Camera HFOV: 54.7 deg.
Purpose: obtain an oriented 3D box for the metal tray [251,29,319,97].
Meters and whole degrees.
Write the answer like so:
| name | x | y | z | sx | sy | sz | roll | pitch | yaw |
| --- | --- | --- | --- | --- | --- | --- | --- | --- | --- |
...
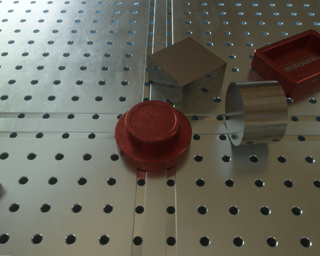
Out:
| name | x | y | z | sx | sy | sz | roll | pitch | yaw |
| --- | --- | --- | --- | --- | --- | --- | --- | --- | --- |
| metal tray | 0.225 | -0.107 | 0.495 | 0.131 | 0.030 | 0.090 | -23 | 54 | -18 |

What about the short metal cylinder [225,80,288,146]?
| name | x | y | z | sx | sy | sz | roll | pitch | yaw |
| --- | --- | --- | --- | --- | --- | --- | --- | --- | --- |
| short metal cylinder | 0.117 | -0.019 | 0.389 | 0.050 | 0.080 | 0.080 | -4 | 50 | -3 |

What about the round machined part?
| name | x | y | z | sx | sy | sz | roll | pitch | yaw |
| --- | --- | --- | --- | --- | --- | --- | --- | --- | --- |
| round machined part | -0.008 | 0.002 | 0.394 | 0.099 | 0.042 | 0.098 | 0 | 50 | 0 |

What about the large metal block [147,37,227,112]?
| name | x | y | z | sx | sy | sz | roll | pitch | yaw |
| --- | --- | --- | --- | --- | --- | --- | --- | --- | --- |
| large metal block | 0.038 | -0.082 | 0.460 | 0.081 | 0.050 | 0.080 | -30 | 56 | -23 |
